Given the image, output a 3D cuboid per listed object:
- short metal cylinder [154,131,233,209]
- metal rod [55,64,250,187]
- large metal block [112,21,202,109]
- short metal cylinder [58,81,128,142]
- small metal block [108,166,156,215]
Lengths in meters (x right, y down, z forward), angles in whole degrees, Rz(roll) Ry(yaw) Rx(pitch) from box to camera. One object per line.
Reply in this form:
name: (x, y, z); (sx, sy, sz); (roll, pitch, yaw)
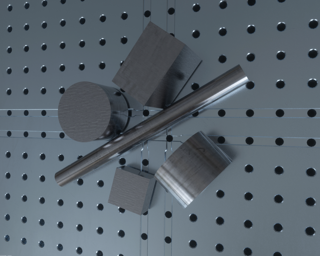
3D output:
short metal cylinder: (0.039, 0.049, 0.366); (0.050, 0.080, 0.080); (45, 104, 14)
metal rod: (-0.023, 0.005, 0.417); (0.300, 0.025, 0.025); (-30, 80, 17)
large metal block: (-0.001, -0.072, 0.380); (0.050, 0.080, 0.080); (38, 102, 16)
short metal cylinder: (-0.091, -0.021, 0.427); (0.080, 0.050, 0.079); (0, 90, 20)
small metal block: (-0.038, 0.084, 0.422); (0.050, 0.025, 0.050); (16, 95, 19)
